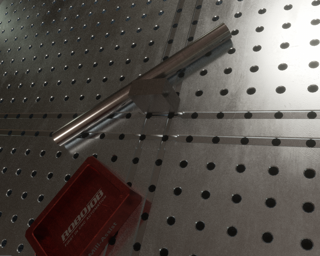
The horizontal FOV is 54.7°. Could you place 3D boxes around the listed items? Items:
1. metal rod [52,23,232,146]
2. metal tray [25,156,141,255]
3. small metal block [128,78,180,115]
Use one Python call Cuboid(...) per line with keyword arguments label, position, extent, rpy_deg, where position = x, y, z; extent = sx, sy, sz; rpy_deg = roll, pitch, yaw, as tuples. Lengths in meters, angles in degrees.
Cuboid(label="metal rod", position=(-0.031, -0.061, 0.460), extent=(0.300, 0.025, 0.025), rpy_deg=(-32, 52, 7))
Cuboid(label="metal tray", position=(-0.097, 0.110, 0.386), extent=(0.090, 0.030, 0.130), rpy_deg=(32, 79, 37))
Cuboid(label="small metal block", position=(-0.007, -0.042, 0.420), extent=(0.050, 0.050, 0.025), rpy_deg=(1, 62, 28))
